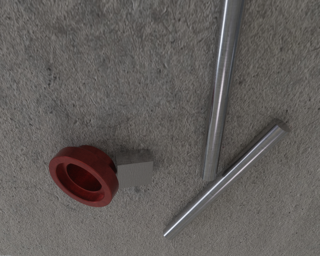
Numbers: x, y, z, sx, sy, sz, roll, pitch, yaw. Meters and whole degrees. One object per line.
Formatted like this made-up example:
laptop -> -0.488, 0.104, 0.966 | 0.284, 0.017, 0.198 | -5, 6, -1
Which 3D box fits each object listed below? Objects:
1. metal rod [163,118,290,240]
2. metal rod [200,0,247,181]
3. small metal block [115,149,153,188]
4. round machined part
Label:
metal rod -> 0.088, 0.096, 0.489 | 0.025, 0.025, 0.298 | 23, 127, -18
metal rod -> 0.072, -0.043, 0.371 | 0.025, 0.025, 0.298 | 0, 130, 0
small metal block -> -0.038, 0.059, 0.450 | 0.050, 0.025, 0.050 | -6, 132, -14
round machined part -> -0.101, 0.063, 0.434 | 0.098, 0.042, 0.097 | 15, 133, 17
